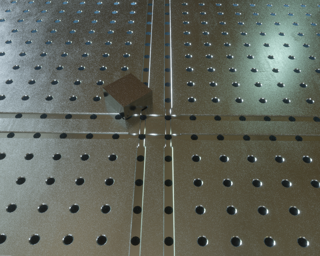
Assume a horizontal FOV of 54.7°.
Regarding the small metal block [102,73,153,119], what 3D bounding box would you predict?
[{"bbox_3d":[-0.046,-0.047,0.447,0.050,0.025,0.050,-33,58,-25],"label":"small metal block"}]
